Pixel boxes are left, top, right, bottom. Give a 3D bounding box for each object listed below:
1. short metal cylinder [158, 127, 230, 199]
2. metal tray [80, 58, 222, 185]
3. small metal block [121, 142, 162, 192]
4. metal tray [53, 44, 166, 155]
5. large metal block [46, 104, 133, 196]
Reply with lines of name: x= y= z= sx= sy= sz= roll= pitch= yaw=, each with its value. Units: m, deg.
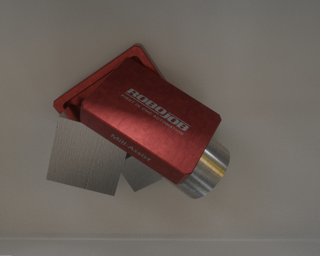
short metal cylinder: x=0.043 y=0.043 z=0.398 sx=0.050 sy=0.080 sz=0.080 roll=38 pitch=106 yaw=-13
metal tray: x=-0.008 y=-0.011 z=0.340 sx=0.130 sy=0.090 sz=0.030 roll=33 pitch=145 yaw=3
small metal block: x=-0.025 y=0.053 z=0.429 sx=0.050 sy=0.025 sz=0.050 roll=-27 pitch=108 yaw=9
metal tray: x=-0.054 y=-0.034 z=0.393 sx=0.130 sy=0.030 sz=0.090 roll=-32 pitch=107 yaw=10
large metal block: x=-0.081 y=0.025 z=0.370 sx=0.080 sy=0.050 sz=0.079 roll=15 pitch=109 yaw=-6
